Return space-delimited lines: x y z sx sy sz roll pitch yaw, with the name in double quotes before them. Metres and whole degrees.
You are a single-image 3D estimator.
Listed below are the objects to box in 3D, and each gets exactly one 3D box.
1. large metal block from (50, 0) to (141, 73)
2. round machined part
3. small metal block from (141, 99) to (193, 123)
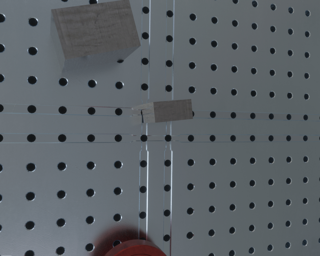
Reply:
"large metal block" -0.077 -0.102 0.355 0.081 0.080 0.050 -16 96 -19
"round machined part" -0.035 0.189 0.391 0.099 0.042 0.097 0 90 -20
"small metal block" 0.008 -0.021 0.402 0.050 0.050 0.025 -6 93 -20
